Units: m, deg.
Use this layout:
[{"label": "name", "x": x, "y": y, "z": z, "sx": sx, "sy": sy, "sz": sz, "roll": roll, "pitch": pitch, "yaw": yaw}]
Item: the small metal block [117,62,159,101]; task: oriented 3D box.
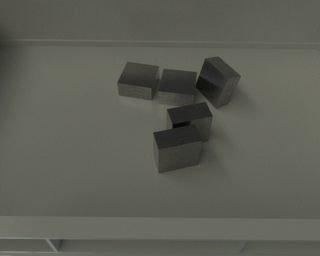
[{"label": "small metal block", "x": -0.031, "y": -0.071, "z": 0.464, "sx": 0.050, "sy": 0.025, "sz": 0.050, "roll": 10, "pitch": 51, "yaw": 8}]

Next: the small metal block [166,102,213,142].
[{"label": "small metal block", "x": 0.036, "y": -0.003, "z": 0.391, "sx": 0.050, "sy": 0.050, "sz": 0.025, "roll": -11, "pitch": 51, "yaw": -10}]

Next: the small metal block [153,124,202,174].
[{"label": "small metal block", "x": 0.020, "y": 0.026, "z": 0.368, "sx": 0.050, "sy": 0.050, "sz": 0.025, "roll": -11, "pitch": 51, "yaw": -10}]

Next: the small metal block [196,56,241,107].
[{"label": "small metal block", "x": 0.082, "y": -0.066, "z": 0.443, "sx": 0.025, "sy": 0.050, "sz": 0.050, "roll": -15, "pitch": 51, "yaw": -31}]

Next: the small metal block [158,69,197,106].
[{"label": "small metal block", "x": 0.026, "y": -0.059, "z": 0.455, "sx": 0.050, "sy": 0.025, "sz": 0.050, "roll": 7, "pitch": 50, "yaw": 5}]
